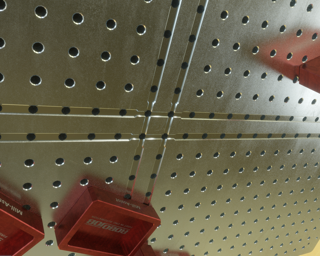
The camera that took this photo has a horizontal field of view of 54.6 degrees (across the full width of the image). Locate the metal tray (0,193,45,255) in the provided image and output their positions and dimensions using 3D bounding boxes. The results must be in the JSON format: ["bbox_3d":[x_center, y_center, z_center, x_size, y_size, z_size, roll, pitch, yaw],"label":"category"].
[{"bbox_3d":[-0.215,0.118,0.363,0.090,0.030,0.130,-38,129,-2],"label":"metal tray"}]

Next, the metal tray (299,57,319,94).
[{"bbox_3d":[0.294,-0.090,0.473,0.131,0.090,0.030,-25,128,-13],"label":"metal tray"}]

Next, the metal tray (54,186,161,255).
[{"bbox_3d":[-0.073,0.145,0.457,0.130,0.030,0.090,31,101,-38],"label":"metal tray"}]

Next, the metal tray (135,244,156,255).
[{"bbox_3d":[-0.046,0.269,0.509,0.030,0.090,0.130,26,104,-37],"label":"metal tray"}]
